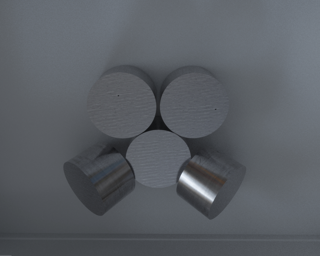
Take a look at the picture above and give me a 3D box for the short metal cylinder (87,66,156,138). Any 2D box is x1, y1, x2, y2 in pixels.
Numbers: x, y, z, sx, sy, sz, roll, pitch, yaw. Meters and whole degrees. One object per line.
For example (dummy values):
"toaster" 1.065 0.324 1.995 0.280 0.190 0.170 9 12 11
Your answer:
"short metal cylinder" -0.045 -0.033 0.382 0.081 0.050 0.079 0 110 -1

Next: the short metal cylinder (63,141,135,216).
"short metal cylinder" -0.078 0.064 0.397 0.050 0.080 0.080 -35 114 -35

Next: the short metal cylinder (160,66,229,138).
"short metal cylinder" 0.040 -0.034 0.385 0.081 0.050 0.079 0 110 -1

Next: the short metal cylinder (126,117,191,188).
"short metal cylinder" -0.002 0.031 0.406 0.081 0.050 0.079 0 110 -1

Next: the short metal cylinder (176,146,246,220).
"short metal cylinder" 0.067 0.070 0.400 0.050 0.081 0.079 33 112 30
